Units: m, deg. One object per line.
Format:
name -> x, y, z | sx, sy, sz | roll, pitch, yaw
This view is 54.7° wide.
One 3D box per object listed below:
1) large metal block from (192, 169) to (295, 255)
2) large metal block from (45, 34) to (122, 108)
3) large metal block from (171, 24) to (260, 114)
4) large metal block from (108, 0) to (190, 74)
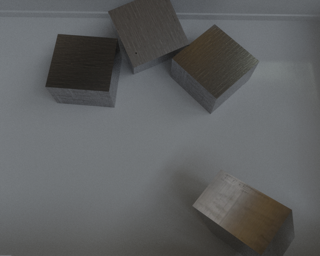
large metal block -> 0.091, 0.100, 0.329 | 0.080, 0.080, 0.050 | 29, 70, 38
large metal block -> -0.100, -0.077, 0.424 | 0.080, 0.050, 0.080 | 5, 70, 1
large metal block -> 0.072, -0.080, 0.426 | 0.080, 0.050, 0.080 | -41, 75, -14
large metal block -> -0.016, -0.130, 0.429 | 0.080, 0.050, 0.080 | -25, 92, -5
